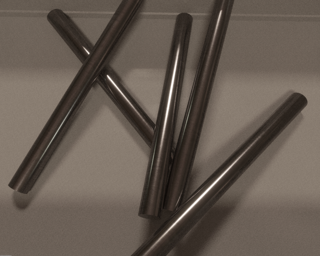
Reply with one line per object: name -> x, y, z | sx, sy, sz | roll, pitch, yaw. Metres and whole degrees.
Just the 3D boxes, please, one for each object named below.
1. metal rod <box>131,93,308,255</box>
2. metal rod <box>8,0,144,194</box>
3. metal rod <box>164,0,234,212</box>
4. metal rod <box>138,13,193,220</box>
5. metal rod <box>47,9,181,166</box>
metal rod -> 0.085, 0.050, 0.367 | 0.301, 0.025, 0.025 | -40, 75, -23
metal rod -> -0.104, -0.054, 0.406 | 0.025, 0.025, 0.299 | 27, 80, 9
metal rod -> 0.052, -0.044, 0.392 | 0.025, 0.025, 0.299 | 15, 75, 5
metal rod -> 0.013, -0.035, 0.402 | 0.025, 0.025, 0.300 | 9, 63, 3
metal rod -> -0.067, -0.059, 0.430 | 0.025, 0.025, 0.300 | -36, 74, -12
